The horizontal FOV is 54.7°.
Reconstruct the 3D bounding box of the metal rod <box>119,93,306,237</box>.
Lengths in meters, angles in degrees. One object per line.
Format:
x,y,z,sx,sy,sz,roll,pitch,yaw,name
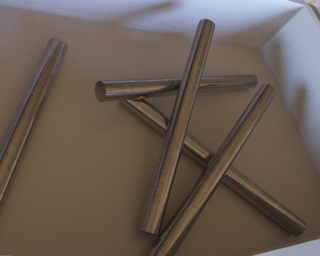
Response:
0.073,0.048,0.417,0.301,0.025,0.025,37,51,-4,metal rod

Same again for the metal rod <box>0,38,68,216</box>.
-0.148,0.017,0.316,0.025,0.025,0.300,20,54,-17,metal rod

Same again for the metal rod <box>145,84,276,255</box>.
0.078,0.043,0.391,0.025,0.025,0.301,41,60,-1,metal rod

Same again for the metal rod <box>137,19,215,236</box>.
0.028,-0.019,0.392,0.025,0.025,0.300,24,66,-14,metal rod

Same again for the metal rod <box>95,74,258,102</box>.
0.047,-0.062,0.450,0.302,0.025,0.025,-10,67,-39,metal rod
